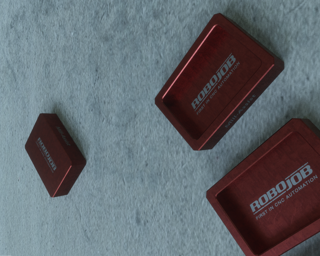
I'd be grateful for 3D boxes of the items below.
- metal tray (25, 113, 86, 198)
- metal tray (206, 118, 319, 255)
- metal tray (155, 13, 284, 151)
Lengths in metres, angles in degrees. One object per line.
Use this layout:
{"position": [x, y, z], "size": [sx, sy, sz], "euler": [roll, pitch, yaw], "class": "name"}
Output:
{"position": [-0.191, 0.047, 0.556], "size": [0.130, 0.030, 0.089], "euler": [50, 119, 28], "class": "metal tray"}
{"position": [0.118, 0.064, 0.303], "size": [0.129, 0.030, 0.090], "euler": [-48, 62, 28], "class": "metal tray"}
{"position": [0.060, -0.049, 0.350], "size": [0.090, 0.030, 0.129], "euler": [52, 120, 27], "class": "metal tray"}
